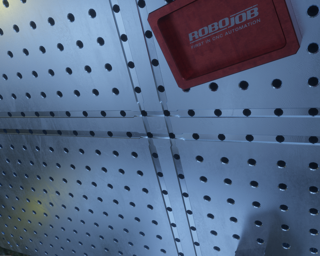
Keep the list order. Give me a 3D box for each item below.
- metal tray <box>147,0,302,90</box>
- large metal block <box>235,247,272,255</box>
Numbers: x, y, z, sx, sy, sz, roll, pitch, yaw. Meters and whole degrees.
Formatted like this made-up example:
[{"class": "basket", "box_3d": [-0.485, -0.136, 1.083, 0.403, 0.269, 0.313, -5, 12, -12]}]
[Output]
[{"class": "metal tray", "box_3d": [0.062, -0.100, 0.313, 0.130, 0.030, 0.090, -15, 111, 34]}, {"class": "large metal block", "box_3d": [0.143, 0.234, 0.445, 0.050, 0.080, 0.080, -25, 105, 37]}]
